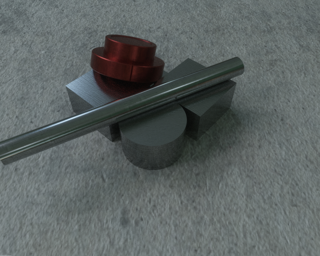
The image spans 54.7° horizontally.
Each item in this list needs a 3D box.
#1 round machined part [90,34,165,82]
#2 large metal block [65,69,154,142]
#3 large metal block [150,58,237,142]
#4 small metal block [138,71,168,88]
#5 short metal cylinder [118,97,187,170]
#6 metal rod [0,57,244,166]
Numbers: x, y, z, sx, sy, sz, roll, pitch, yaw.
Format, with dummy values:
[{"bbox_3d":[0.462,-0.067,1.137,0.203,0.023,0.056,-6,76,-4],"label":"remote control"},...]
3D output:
[{"bbox_3d":[-0.042,-0.097,0.417,0.099,0.042,0.098,10,24,-4],"label":"round machined part"},{"bbox_3d":[-0.065,-0.041,0.420,0.080,0.050,0.080,35,58,25],"label":"large metal block"},{"bbox_3d":[0.044,-0.041,0.424,0.080,0.050,0.080,34,58,25],"label":"large metal block"},{"bbox_3d":[-0.011,-0.063,0.457,0.050,0.025,0.050,35,58,25],"label":"small metal block"},{"bbox_3d":[-0.009,0.005,0.383,0.081,0.050,0.080,0,50,0],"label":"short metal cylinder"},{"bbox_3d":[-0.030,-0.028,0.362,0.302,0.025,0.025,-22,54,-18],"label":"metal rod"}]
